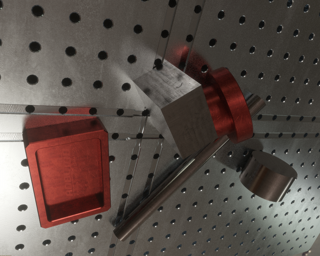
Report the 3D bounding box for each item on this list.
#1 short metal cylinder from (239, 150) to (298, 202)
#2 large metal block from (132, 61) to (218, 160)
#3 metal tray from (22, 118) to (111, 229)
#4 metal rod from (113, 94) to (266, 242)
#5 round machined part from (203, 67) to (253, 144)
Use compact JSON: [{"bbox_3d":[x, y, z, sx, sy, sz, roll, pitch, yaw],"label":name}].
[{"bbox_3d":[0.184,0.081,0.529,0.081,0.080,0.050,8,114,-33],"label":"short metal cylinder"},{"bbox_3d":[0.018,-0.023,0.373,0.050,0.080,0.080,-32,129,-8],"label":"large metal block"},{"bbox_3d":[-0.110,0.058,0.384,0.091,0.030,0.129,-11,123,-23],"label":"metal tray"},{"bbox_3d":[0.044,0.062,0.475,0.300,0.025,0.025,-44,130,2],"label":"metal rod"},{"bbox_3d":[0.077,-0.024,0.395,0.042,0.098,0.098,-22,128,1],"label":"round machined part"}]
